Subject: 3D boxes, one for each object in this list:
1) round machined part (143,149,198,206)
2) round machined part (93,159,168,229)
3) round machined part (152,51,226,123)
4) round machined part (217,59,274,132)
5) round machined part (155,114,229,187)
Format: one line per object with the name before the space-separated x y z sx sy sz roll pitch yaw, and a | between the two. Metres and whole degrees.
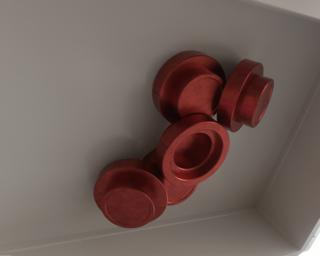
round machined part | 0.017 0.074 0.453 0.099 0.042 0.097 -14 125 -21
round machined part | -0.039 0.092 0.405 0.099 0.042 0.097 2 118 4
round machined part | 0.043 -0.044 0.393 0.099 0.042 0.097 -14 125 -21
round machined part | 0.117 -0.039 0.410 0.099 0.042 0.097 -43 146 -38
round machined part | 0.038 0.025 0.406 0.099 0.042 0.097 -14 125 -21
